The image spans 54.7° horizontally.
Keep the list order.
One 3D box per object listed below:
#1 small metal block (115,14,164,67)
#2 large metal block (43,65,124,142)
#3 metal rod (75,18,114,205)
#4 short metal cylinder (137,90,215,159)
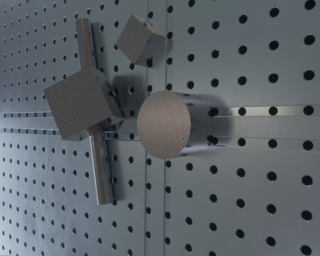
[{"bbox_3d":[-0.029,-0.122,0.434,0.050,0.025,0.050,49,119,28],"label":"small metal block"},{"bbox_3d":[-0.111,-0.034,0.458,0.080,0.050,0.080,-26,80,8],"label":"large metal block"},{"bbox_3d":[-0.106,-0.030,0.496,0.025,0.025,0.298,-14,81,39],"label":"metal rod"},{"bbox_3d":[0.018,-0.004,0.378,0.080,0.050,0.079,0,90,40],"label":"short metal cylinder"}]
